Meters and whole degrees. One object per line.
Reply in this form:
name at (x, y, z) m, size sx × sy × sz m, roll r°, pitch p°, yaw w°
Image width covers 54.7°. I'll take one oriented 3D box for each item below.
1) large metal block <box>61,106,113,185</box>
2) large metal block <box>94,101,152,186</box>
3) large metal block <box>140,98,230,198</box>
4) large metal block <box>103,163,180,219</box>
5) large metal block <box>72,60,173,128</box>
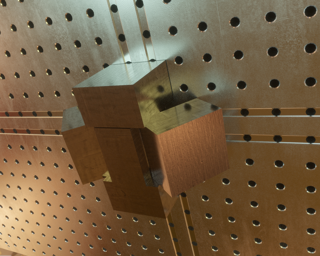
large metal block at (-0.096, 0.017, 0.426) m, size 0.050 × 0.080 × 0.080 m, roll -17°, pitch 116°, yaw -8°
large metal block at (-0.030, 0.016, 0.399) m, size 0.050 × 0.080 × 0.079 m, roll 1°, pitch 119°, yaw 27°
large metal block at (0.029, 0.020, 0.361) m, size 0.050 × 0.081 × 0.079 m, roll 33°, pitch 141°, yaw 57°
large metal block at (-0.017, 0.072, 0.426) m, size 0.080 × 0.080 × 0.050 m, roll 1°, pitch 119°, yaw 27°
large metal block at (-0.041, -0.041, 0.369) m, size 0.080 × 0.080 × 0.050 m, roll 1°, pitch 119°, yaw 27°
